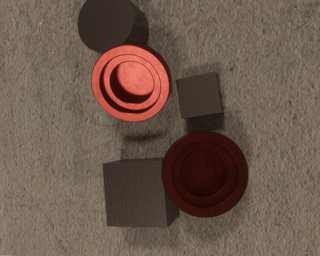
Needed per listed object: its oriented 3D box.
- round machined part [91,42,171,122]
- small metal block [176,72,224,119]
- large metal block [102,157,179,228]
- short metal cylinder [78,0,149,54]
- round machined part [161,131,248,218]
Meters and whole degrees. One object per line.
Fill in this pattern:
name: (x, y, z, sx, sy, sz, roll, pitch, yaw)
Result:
round machined part: (-0.034, -0.061, 0.398, 0.099, 0.042, 0.097, 3, 114, 7)
small metal block: (0.051, -0.040, 0.391, 0.050, 0.025, 0.050, -9, 87, 19)
large metal block: (-0.024, 0.082, 0.403, 0.080, 0.050, 0.080, -5, 88, 19)
short metal cylinder: (-0.062, -0.136, 0.416, 0.080, 0.050, 0.079, 0, 90, 19)
round machined part: (0.050, 0.053, 0.369, 0.099, 0.042, 0.097, 0, 88, -5)
